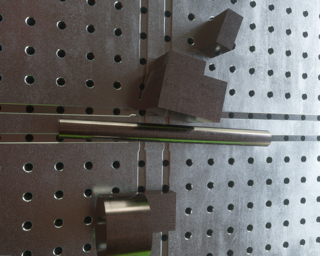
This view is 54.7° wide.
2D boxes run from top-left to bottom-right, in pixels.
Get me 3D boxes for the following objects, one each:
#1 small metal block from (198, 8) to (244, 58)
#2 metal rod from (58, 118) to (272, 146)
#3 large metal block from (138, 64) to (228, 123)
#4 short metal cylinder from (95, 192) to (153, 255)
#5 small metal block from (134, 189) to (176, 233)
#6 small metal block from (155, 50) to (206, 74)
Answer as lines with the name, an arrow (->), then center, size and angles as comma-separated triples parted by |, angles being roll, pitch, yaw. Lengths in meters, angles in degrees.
small metal block -> 0.084, -0.130, 0.432 | 0.025, 0.050, 0.050 | 24, 82, -19
metal rod -> 0.021, 0.008, 0.421 | 0.303, 0.025, 0.025 | 3, 89, -21
large metal block -> 0.026, -0.039, 0.394 | 0.081, 0.080, 0.050 | 13, 86, -20
short metal cylinder -> -0.046, 0.118, 0.368 | 0.050, 0.080, 0.079 | 2, 90, -20
small metal block -> -0.007, 0.110, 0.411 | 0.050, 0.025, 0.050 | 2, 90, -21
small metal block -> 0.025, -0.078, 0.410 | 0.050, 0.050, 0.025 | 13, 86, -20
